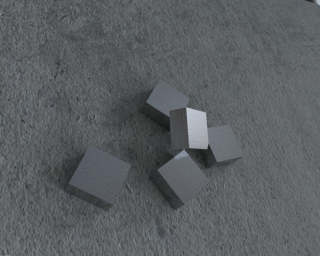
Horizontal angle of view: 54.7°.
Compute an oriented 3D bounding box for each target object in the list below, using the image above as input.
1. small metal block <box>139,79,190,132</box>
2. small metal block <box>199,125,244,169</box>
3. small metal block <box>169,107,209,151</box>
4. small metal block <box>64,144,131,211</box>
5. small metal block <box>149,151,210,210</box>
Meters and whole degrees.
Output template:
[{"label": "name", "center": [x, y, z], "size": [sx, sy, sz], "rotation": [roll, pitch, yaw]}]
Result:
[{"label": "small metal block", "center": [0.007, -0.032, 0.426], "size": [0.050, 0.025, 0.050], "rotation": [33, 51, -7]}, {"label": "small metal block", "center": [0.081, 0.026, 0.432], "size": [0.050, 0.025, 0.050], "rotation": [-8, 66, -32]}, {"label": "small metal block", "center": [0.038, 0.003, 0.400], "size": [0.050, 0.025, 0.050], "rotation": [9, 75, -53]}, {"label": "small metal block", "center": [-0.066, 0.054, 0.335], "size": [0.050, 0.025, 0.050], "rotation": [29, 52, -10]}, {"label": "small metal block", "center": [0.024, 0.063, 0.378], "size": [0.050, 0.025, 0.050], "rotation": [-33, 80, -38]}]
